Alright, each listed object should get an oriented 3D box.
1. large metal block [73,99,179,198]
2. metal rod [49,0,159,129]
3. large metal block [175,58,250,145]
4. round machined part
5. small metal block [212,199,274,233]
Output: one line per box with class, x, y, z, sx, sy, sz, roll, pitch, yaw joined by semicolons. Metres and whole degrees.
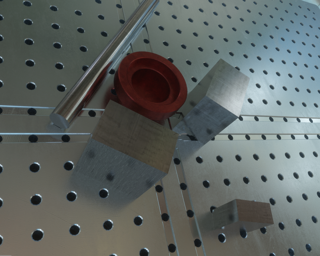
large metal block;-0.038;0.026;0.336;0.080;0.080;0.050;27;53;-12
metal rod;-0.063;-0.115;0.443;0.025;0.025;0.301;32;52;-8
large metal block;0.074;-0.036;0.434;0.050;0.080;0.080;32;52;-8
round machined part;-0.016;-0.053;0.421;0.099;0.042;0.098;14;56;-21
small metal block;0.100;0.109;0.379;0.050;0.050;0.025;12;57;-22
